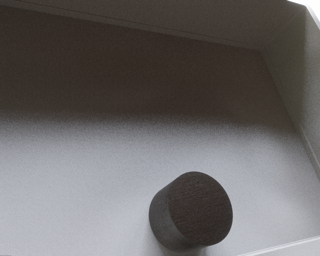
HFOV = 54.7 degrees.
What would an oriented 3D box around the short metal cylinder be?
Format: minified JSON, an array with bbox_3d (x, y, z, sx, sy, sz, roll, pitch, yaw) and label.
[{"bbox_3d":[0.034,0.096,0.351,0.081,0.050,0.080,14,56,-21],"label":"short metal cylinder"}]
